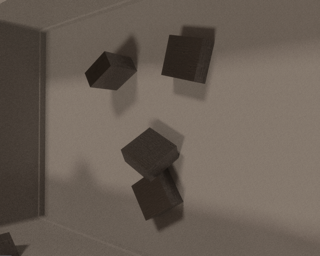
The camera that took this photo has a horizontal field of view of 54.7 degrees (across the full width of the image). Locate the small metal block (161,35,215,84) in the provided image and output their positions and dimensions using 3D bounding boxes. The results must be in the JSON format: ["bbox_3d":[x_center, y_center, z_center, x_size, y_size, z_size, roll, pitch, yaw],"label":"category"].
[{"bbox_3d":[0.033,-0.084,0.378,0.050,0.025,0.050,19,102,38],"label":"small metal block"}]

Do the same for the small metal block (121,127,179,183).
[{"bbox_3d":[-0.013,0.033,0.396,0.050,0.050,0.025,34,151,34],"label":"small metal block"}]

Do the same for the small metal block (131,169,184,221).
[{"bbox_3d":[-0.004,0.087,0.409,0.050,0.025,0.050,-39,67,33],"label":"small metal block"}]

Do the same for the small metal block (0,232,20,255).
[{"bbox_3d":[-0.223,0.185,0.434,0.050,0.025,0.050,48,118,29],"label":"small metal block"}]

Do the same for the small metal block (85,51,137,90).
[{"bbox_3d":[-0.071,-0.081,0.446,0.050,0.050,0.025,-37,68,34],"label":"small metal block"}]
